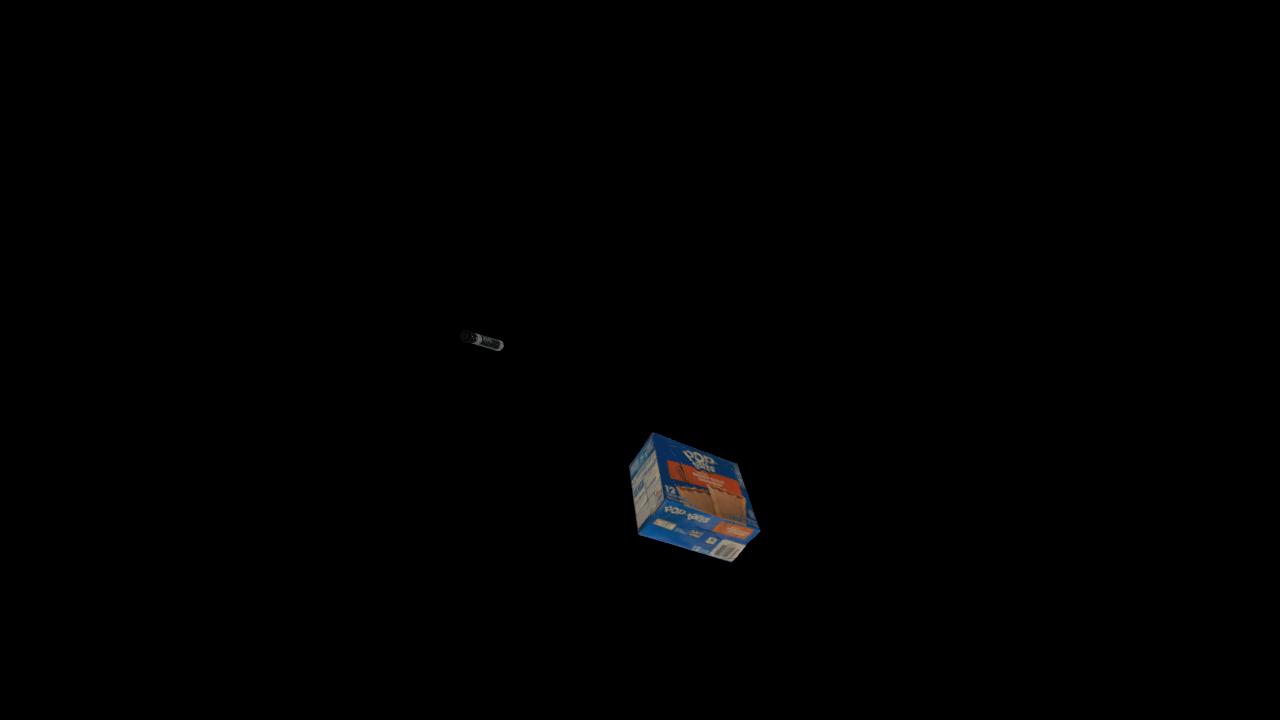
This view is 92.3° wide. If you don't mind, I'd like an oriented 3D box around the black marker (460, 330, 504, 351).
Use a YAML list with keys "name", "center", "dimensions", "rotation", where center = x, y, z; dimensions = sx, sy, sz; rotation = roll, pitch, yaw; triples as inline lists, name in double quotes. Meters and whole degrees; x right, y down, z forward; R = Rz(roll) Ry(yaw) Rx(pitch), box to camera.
- name: "black marker"
  center: [-0.247, -0.030, 0.964]
  dimensions: [0.020, 0.020, 0.121]
  rotation: [0, -6, 11]

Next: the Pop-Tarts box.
- name: "Pop-Tarts box"
  center: [0.079, 0.207, 0.932]
  dimensions: [0.167, 0.083, 0.141]
  rotation: [24, 28, -22]
